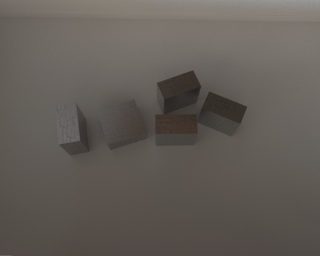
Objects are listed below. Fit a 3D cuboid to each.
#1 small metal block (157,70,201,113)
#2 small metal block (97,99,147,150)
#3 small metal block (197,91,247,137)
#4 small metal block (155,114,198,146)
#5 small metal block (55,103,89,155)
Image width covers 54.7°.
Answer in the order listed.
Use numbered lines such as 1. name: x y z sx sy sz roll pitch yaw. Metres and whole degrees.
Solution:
1. small metal block: 0.024 -0.046 0.414 0.050 0.050 0.025 -20 72 -8
2. small metal block: -0.050 -0.004 0.411 0.050 0.025 0.050 -17 71 -7
3. small metal block: 0.079 -0.017 0.404 0.050 0.050 0.025 23 72 8
4. small metal block: 0.020 0.003 0.395 0.050 0.050 0.025 -1 70 -1
5. small metal block: -0.111 0.003 0.394 0.025 0.050 0.050 -10 71 -4
